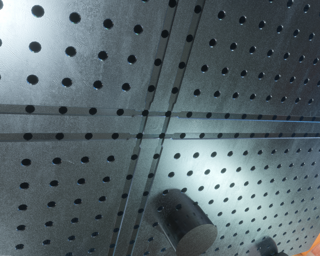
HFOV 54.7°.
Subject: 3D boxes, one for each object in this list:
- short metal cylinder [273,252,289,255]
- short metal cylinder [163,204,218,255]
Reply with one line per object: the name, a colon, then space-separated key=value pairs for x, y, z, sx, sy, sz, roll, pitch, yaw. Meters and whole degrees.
short metal cylinder: x=0.301 y=0.356 z=0.765 sx=0.050 sy=0.080 sz=0.079 roll=-20 pitch=127 yaw=-17
short metal cylinder: x=0.052 y=0.179 z=0.536 sx=0.081 sy=0.050 sz=0.079 roll=-14 pitch=125 yaw=-21
